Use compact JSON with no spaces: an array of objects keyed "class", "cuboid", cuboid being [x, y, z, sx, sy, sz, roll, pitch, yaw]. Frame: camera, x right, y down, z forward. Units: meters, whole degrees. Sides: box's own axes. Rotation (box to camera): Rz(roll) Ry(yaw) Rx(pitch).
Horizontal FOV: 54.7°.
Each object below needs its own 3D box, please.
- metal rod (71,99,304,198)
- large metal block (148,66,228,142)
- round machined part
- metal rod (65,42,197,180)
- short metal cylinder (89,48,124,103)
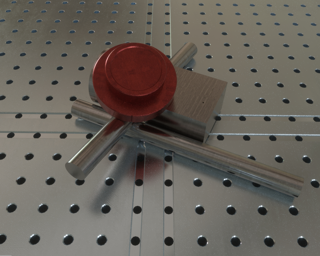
[{"class":"metal rod","cuboid":[0.022,0.020,0.390,0.301,0.025,0.025,19,53,15]},{"class":"large metal block","cuboid":[0.035,-0.030,0.413,0.080,0.050,0.080,20,53,16]},{"class":"round machined part","cuboid":[-0.029,-0.059,0.361,0.099,0.042,0.098,3,70,-7]},{"class":"metal rod","cuboid":[-0.018,-0.044,0.419,0.025,0.025,0.301,22,46,17]},{"class":"short metal cylinder","cuboid":[-0.053,-0.064,0.424,0.050,0.080,0.080,20,53,15]}]
